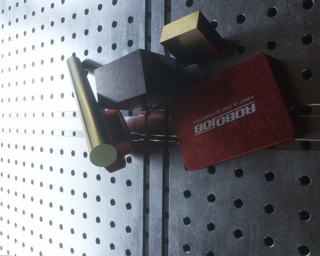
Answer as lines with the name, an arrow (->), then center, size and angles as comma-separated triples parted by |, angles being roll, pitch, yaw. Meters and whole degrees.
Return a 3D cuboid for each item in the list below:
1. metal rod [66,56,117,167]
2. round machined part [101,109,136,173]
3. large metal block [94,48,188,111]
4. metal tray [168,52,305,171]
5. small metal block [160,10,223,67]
metal rod -> -0.100, -0.043, 0.407 | 0.025, 0.025, 0.300 | -66, 29, 19
round machined part -> -0.065, 0.009, 0.426 | 0.042, 0.098, 0.098 | -22, 73, 0
large metal block -> -0.023, -0.055, 0.391 | 0.080, 0.081, 0.050 | -13, 82, 39
metal tray -> 0.076, -0.012, 0.342 | 0.130, 0.030, 0.090 | -25, 74, 37
small metal block -> 0.037, -0.101, 0.358 | 0.050, 0.050, 0.025 | -11, 58, 39
